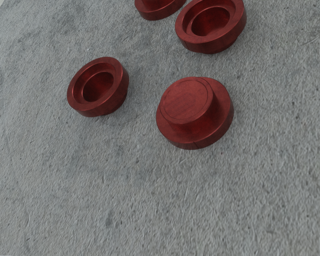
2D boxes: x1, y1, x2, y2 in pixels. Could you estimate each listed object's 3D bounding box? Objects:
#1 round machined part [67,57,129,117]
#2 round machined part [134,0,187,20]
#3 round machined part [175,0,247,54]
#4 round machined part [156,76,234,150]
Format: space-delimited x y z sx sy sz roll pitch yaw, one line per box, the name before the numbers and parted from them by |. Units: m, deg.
round machined part | -0.090 -0.058 0.476 0.098 0.042 0.098 -13 56 21
round machined part | -0.002 -0.239 0.541 0.098 0.042 0.098 -13 56 21
round machined part | 0.074 -0.145 0.443 0.098 0.042 0.098 -13 56 21
round machined part | 0.039 -0.025 0.388 0.098 0.042 0.098 -13 56 21
